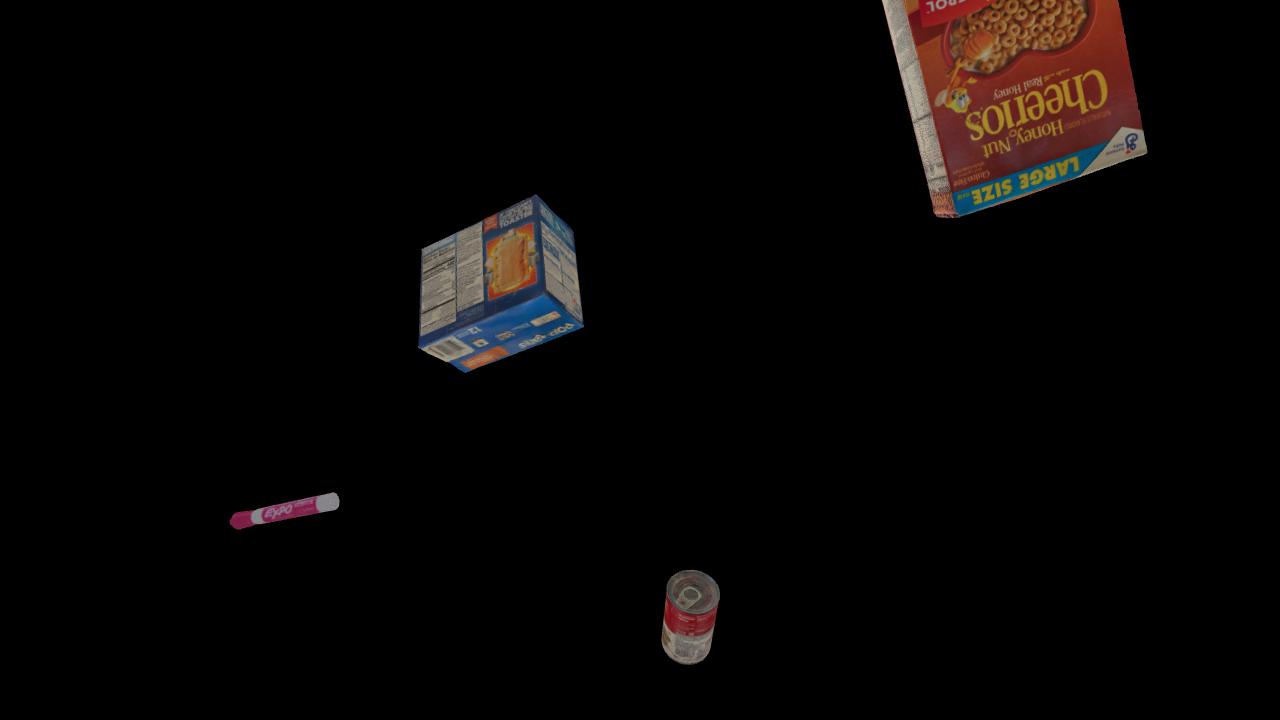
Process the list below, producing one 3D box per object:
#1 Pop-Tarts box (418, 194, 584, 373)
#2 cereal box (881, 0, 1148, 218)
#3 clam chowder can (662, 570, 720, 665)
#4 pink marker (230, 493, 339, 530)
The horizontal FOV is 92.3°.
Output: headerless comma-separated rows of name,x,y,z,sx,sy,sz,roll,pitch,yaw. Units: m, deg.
Pop-Tarts box,-0.161,-0.084,0.707,0.167,0.141,0.083,-20,-30,18
cereal box,0.400,-0.333,0.671,0.203,0.306,0.081,-17,9,9
clam chowder can,0.064,0.332,0.791,0.068,0.102,0.068,2,29,-1
pink marker,-0.384,0.163,0.662,0.121,0.020,0.020,-12,-1,6
